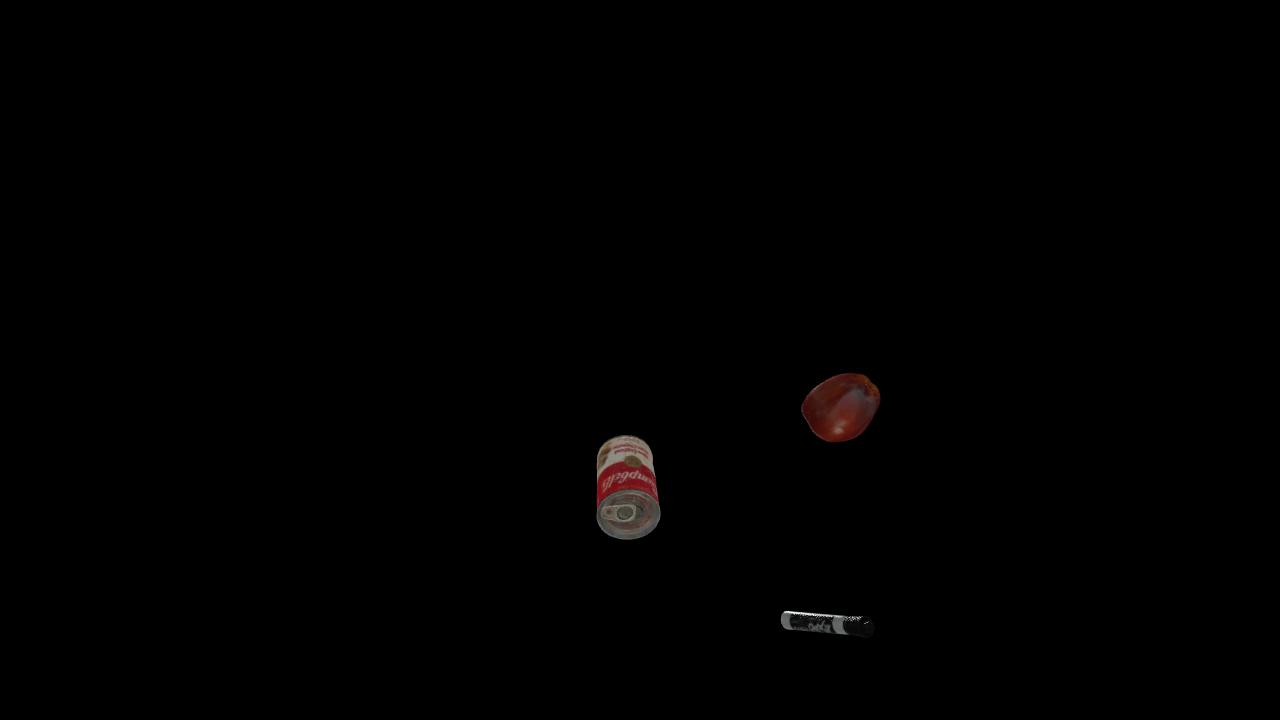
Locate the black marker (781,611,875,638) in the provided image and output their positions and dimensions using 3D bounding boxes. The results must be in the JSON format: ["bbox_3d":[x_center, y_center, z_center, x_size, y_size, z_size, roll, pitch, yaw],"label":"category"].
[{"bbox_3d":[0.186,0.263,0.615,0.020,0.020,0.121,0,-18,-27],"label":"black marker"}]

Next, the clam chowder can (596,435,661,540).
[{"bbox_3d":[-0.015,0.139,0.684,0.068,0.068,0.102,0,28,-4],"label":"clam chowder can"}]

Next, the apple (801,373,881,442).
[{"bbox_3d":[0.240,0.058,0.733,0.079,0.079,0.093,0,-43,-48],"label":"apple"}]
